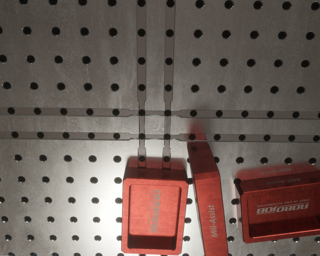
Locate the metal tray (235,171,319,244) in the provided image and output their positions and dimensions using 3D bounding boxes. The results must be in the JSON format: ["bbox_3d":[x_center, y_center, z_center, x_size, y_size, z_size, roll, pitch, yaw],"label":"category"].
[{"bbox_3d":[0.182,0.118,0.456,0.131,0.030,0.089,-8,110,2],"label":"metal tray"}]

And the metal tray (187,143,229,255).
[{"bbox_3d":[0.063,0.097,0.415,0.030,0.090,0.129,-9,110,3],"label":"metal tray"}]

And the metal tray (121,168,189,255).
[{"bbox_3d":[-0.009,0.125,0.456,0.091,0.030,0.129,3,110,-2],"label":"metal tray"}]
